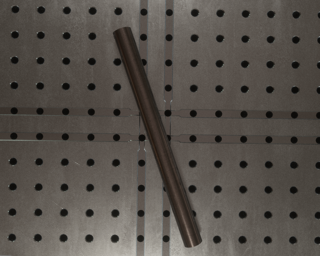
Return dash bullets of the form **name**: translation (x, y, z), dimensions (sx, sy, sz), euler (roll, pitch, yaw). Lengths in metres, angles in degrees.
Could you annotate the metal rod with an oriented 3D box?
- **metal rod**: translation (-0.003, 0.012, 0.413), dimensions (0.025, 0.025, 0.298), euler (-19, 90, 0)
